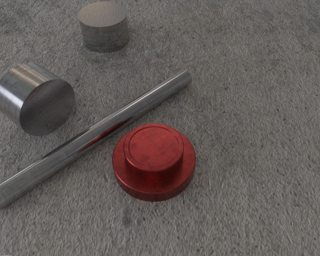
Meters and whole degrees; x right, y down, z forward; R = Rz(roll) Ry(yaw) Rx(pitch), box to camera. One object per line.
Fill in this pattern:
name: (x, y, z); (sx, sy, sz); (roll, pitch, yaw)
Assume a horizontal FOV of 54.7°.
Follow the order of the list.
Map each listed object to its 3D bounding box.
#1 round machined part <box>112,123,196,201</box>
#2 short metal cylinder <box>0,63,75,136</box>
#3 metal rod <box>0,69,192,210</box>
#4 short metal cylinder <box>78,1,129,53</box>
round machined part: (-0.007, 0.033, 0.365); (0.099, 0.042, 0.098); (0, 50, 0)
short metal cylinder: (-0.158, -0.036, 0.397); (0.050, 0.080, 0.080); (32, 57, 24)
metal rod: (-0.071, 0.001, 0.401); (0.302, 0.025, 0.025); (-36, 59, -26)
short metal cylinder: (-0.095, -0.174, 0.532); (0.081, 0.050, 0.080); (0, 50, 0)
